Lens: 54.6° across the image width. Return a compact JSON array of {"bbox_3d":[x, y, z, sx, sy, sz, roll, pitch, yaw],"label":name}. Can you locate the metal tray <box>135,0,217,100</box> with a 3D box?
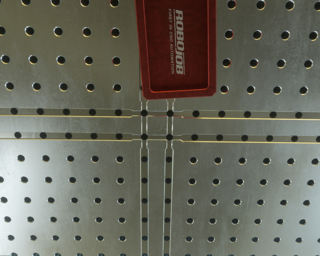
[{"bbox_3d":[0.020,-0.102,0.373,0.090,0.030,0.129,-3,110,1],"label":"metal tray"}]
